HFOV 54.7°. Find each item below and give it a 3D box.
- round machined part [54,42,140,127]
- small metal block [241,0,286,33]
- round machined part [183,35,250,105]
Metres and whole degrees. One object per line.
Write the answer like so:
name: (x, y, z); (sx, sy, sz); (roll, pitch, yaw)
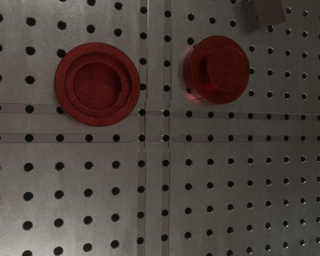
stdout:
round machined part: (-0.077, -0.050, 0.376); (0.099, 0.042, 0.097); (0, 90, -21)
small metal block: (0.159, -0.179, 0.473); (0.050, 0.025, 0.050); (-20, 97, -19)
round machined part: (0.086, -0.082, 0.437); (0.099, 0.042, 0.097); (0, 90, -21)
